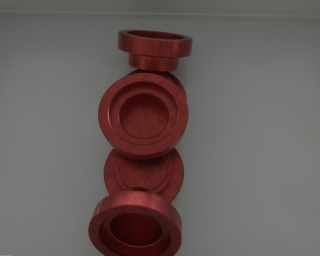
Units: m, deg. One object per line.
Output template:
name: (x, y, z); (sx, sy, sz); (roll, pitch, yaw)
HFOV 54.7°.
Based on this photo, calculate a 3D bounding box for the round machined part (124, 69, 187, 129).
round machined part: (-0.014, -0.039, 0.413); (0.099, 0.042, 0.098); (0, 70, -1)

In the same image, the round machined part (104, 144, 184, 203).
round machined part: (-0.020, 0.053, 0.379); (0.099, 0.042, 0.098); (0, 70, -1)

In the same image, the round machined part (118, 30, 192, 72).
round machined part: (-0.008, -0.104, 0.417); (0.099, 0.098, 0.042); (7, 113, 2)

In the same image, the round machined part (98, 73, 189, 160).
round machined part: (-0.018, -0.011, 0.357); (0.099, 0.042, 0.098); (0, 70, -1)

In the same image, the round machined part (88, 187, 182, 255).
round machined part: (-0.025, 0.104, 0.341); (0.099, 0.097, 0.042); (6, 33, 2)
